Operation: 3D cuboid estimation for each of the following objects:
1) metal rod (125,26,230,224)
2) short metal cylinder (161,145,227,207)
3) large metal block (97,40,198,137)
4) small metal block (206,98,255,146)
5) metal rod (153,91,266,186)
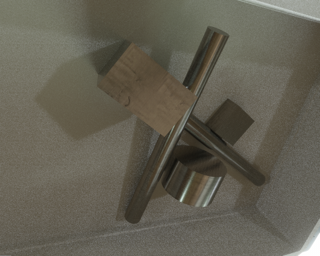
[{"bbox_3d":[0.010,0.017,0.399,0.025,0.025,0.298,4,125,-31],"label":"metal rod"},{"bbox_3d":[0.048,0.067,0.443,0.081,0.080,0.050,7,115,-32],"label":"short metal cylinder"},{"bbox_3d":[-0.017,-0.045,0.323,0.080,0.080,0.050,37,97,-19],"label":"large metal block"},{"bbox_3d":[0.105,-0.008,0.464,0.050,0.025,0.050,34,99,-39],"label":"small metal block"},{"bbox_3d":[0.088,0.027,0.475,0.025,0.025,0.301,-49,129,6],"label":"metal rod"}]
